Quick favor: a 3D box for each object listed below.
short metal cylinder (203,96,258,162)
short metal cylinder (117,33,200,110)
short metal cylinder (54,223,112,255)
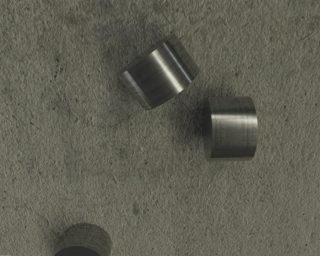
[{"bbox_3d":[0.083,0.001,0.381,0.050,0.080,0.079,-1,110,0],"label":"short metal cylinder"},{"bbox_3d":[-0.002,-0.065,0.356,0.080,0.080,0.050,-34,107,12],"label":"short metal cylinder"},{"bbox_3d":[-0.116,0.192,0.466,0.081,0.050,0.079,0,110,0],"label":"short metal cylinder"}]
